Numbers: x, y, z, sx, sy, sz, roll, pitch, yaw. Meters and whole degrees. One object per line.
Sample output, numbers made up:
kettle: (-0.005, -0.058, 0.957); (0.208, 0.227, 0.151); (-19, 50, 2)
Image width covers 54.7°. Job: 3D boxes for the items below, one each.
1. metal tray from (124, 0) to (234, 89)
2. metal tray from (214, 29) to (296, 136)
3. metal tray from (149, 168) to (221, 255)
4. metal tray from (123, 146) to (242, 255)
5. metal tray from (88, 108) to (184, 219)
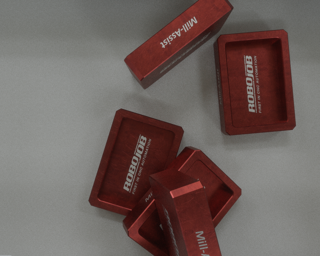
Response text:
metal tray: (0.021, -0.103, 0.378); (0.130, 0.090, 0.030); (-38, 90, 0)
metal tray: (0.123, -0.058, 0.409); (0.091, 0.030, 0.129); (-5, 90, 0)
metal tray: (0.029, 0.113, 0.319); (0.030, 0.090, 0.129); (-16, 96, -15)
metal tray: (0.029, 0.099, 0.386); (0.090, 0.030, 0.130); (44, 81, -18)
metal tray: (-0.030, 0.048, 0.408); (0.090, 0.030, 0.129); (17, 90, 0)
